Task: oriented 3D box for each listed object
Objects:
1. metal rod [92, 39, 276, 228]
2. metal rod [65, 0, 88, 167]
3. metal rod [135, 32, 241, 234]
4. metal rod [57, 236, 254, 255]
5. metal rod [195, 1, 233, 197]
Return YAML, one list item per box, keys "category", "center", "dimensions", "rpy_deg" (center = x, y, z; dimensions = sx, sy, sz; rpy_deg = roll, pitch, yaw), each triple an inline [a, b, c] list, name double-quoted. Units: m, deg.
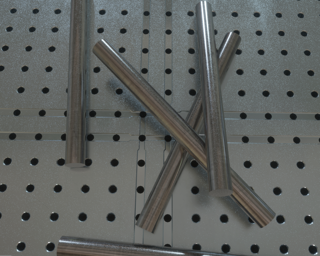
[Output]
- category: "metal rod"
  center: [0.022, 0.000, 0.383]
  dimensions: [0.025, 0.025, 0.300]
  rpy_deg: [-41, 80, -14]
- category: "metal rod"
  center: [-0.118, -0.093, 0.444]
  dimensions: [0.025, 0.025, 0.299]
  rpy_deg: [-4, 70, -2]
- category: "metal rod"
  center: [0.045, -0.007, 0.414]
  dimensions: [0.025, 0.025, 0.300]
  rpy_deg: [24, 71, 8]
- category: "metal rod"
  center: [0.035, 0.153, 0.356]
  dimensions: [0.302, 0.025, 0.025]
  rpy_deg: [6, 70, 1]
- category: "metal rod"
  center: [0.066, -0.059, 0.403]
  dimensions: [0.025, 0.025, 0.299]
  rpy_deg: [1, 59, 0]
